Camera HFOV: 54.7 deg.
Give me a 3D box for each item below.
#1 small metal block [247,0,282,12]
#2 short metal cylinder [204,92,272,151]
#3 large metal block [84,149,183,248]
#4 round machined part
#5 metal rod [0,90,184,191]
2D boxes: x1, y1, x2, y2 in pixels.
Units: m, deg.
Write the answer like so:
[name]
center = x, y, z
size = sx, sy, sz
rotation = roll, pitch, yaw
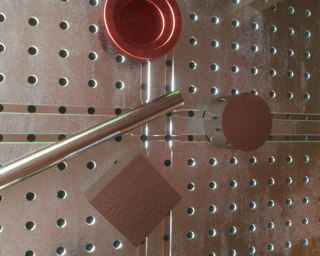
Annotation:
[small metal block]
center = 0.162, -0.208, 0.459
size = 0.025, 0.050, 0.050
rotation = 23, 83, -19
[short metal cylinder]
center = 0.110, -0.008, 0.440
size = 0.081, 0.050, 0.079
rotation = 0, 90, -20
[large metal block]
center = -0.034, 0.085, 0.387
size = 0.080, 0.050, 0.080
rotation = -45, 104, -14
[round machined part]
center = -0.025, -0.132, 0.394
size = 0.099, 0.042, 0.097
rotation = 0, 90, -20
[metal rod]
center = -0.104, 0.021, 0.374
size = 0.302, 0.025, 0.025
rotation = -26, 99, -18
